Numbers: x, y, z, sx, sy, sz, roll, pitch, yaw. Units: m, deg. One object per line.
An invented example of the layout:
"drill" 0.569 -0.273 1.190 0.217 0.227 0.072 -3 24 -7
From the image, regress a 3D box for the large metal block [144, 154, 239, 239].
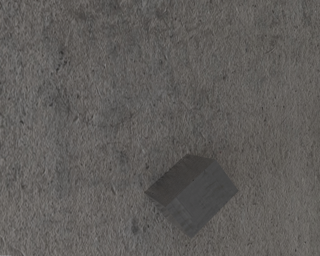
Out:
"large metal block" 0.037 0.081 0.393 0.080 0.080 0.050 -40 103 -15
